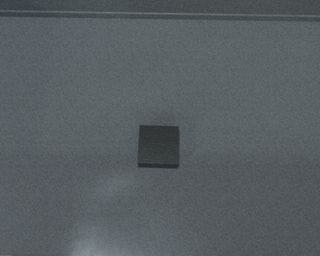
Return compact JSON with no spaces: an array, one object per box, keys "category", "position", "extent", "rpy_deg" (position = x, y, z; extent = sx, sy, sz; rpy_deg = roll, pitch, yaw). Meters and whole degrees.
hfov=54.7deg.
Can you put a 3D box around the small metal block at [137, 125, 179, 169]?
[{"category":"small metal block","position":[-0.002,0.025,0.401],"extent":[0.050,0.025,0.050],"rpy_deg":[2,70,0]}]
